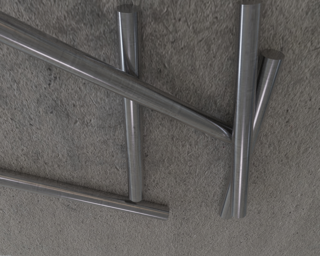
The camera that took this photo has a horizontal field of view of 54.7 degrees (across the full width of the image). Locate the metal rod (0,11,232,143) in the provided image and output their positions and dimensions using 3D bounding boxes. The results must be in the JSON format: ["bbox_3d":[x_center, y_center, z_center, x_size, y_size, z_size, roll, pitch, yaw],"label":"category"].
[{"bbox_3d":[-0.025,-0.041,0.339,0.302,0.025,0.025,22,127,-31],"label":"metal rod"}]

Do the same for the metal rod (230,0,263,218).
[{"bbox_3d":[0.102,0.001,0.383,0.025,0.025,0.298,-5,123,4],"label":"metal rod"}]

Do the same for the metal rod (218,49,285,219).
[{"bbox_3d":[0.118,0.033,0.435,0.025,0.025,0.298,1,130,-2],"label":"metal rod"}]

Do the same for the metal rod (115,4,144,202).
[{"bbox_3d":[-0.035,-0.005,0.402,0.025,0.025,0.298,1,130,-1],"label":"metal rod"}]

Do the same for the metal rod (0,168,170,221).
[{"bbox_3d":[-0.129,0.106,0.496,0.302,0.025,0.025,16,128,-14],"label":"metal rod"}]
